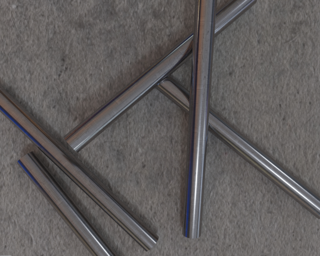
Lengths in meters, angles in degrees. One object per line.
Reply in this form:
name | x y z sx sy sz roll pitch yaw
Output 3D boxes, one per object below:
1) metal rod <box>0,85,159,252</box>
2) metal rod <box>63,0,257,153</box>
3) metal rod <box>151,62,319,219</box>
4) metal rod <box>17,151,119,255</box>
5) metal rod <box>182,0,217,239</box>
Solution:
metal rod | -0.118 0.049 0.408 0.300 0.025 0.025 44 90 -1
metal rod | 0.008 -0.078 0.386 0.301 0.025 0.025 -41 90 -10
metal rod | 0.101 0.017 0.411 0.300 0.025 0.025 39 90 -1
metal rod | -0.083 0.155 0.408 0.025 0.025 0.300 -39 91 0
metal rod | 0.048 -0.006 0.387 0.025 0.025 0.298 2 99 -1
